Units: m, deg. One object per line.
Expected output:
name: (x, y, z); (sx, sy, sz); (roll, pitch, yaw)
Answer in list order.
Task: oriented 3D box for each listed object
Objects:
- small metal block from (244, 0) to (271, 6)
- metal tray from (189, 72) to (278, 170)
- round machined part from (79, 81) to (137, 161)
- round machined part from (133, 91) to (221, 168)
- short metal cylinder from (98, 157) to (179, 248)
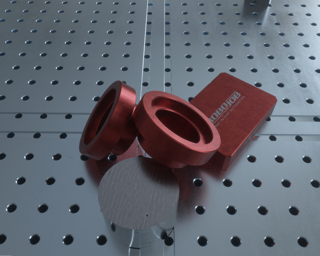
small metal block: (0.206, -0.283, 0.632); (0.050, 0.050, 0.025); (21, 53, 16)
metal tray: (0.086, -0.015, 0.418); (0.090, 0.030, 0.131); (32, 57, 24)
round machined part: (-0.055, -0.005, 0.377); (0.042, 0.098, 0.098); (29, 46, -24)
round machined part: (0.014, 0.006, 0.341); (0.098, 0.042, 0.098); (25, 30, -15)
short metal cylinder: (-0.021, 0.077, 0.326); (0.081, 0.050, 0.080); (0, 50, 0)
